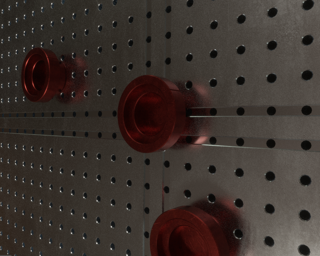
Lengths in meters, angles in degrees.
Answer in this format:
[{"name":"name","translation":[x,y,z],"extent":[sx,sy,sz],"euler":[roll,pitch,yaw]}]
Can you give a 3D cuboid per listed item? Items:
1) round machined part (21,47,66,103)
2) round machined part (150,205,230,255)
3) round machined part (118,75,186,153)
[{"name":"round machined part","translation":[-0.210,-0.095,0.568],"extent":[0.098,0.042,0.097],"euler":[0,90,39]},{"name":"round machined part","translation":[0.038,0.140,0.365],"extent":[0.098,0.042,0.097],"euler":[0,90,39]},{"name":"round machined part","translation":[-0.006,-0.018,0.401],"extent":[0.098,0.042,0.097],"euler":[0,90,39]}]
